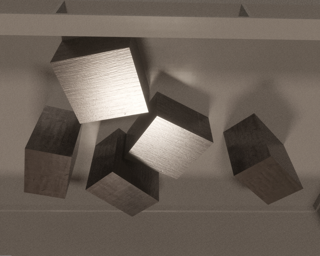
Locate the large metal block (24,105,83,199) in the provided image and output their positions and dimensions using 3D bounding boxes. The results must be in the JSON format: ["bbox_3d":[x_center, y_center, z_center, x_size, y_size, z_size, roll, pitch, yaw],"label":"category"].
[{"bbox_3d":[-0.135,0.031,0.397,0.050,0.080,0.079,12,129,-11],"label":"large metal block"}]

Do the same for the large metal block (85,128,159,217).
[{"bbox_3d":[-0.047,0.061,0.424,0.050,0.080,0.080,-35,122,26],"label":"large metal block"}]

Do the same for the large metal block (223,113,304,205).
[{"bbox_3d":[0.134,0.041,0.410,0.050,0.080,0.080,-35,122,26],"label":"large metal block"}]

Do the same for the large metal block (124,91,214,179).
[{"bbox_3d":[0.010,0.012,0.403,0.080,0.050,0.080,25,126,-20],"label":"large metal block"}]

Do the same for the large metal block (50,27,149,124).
[{"bbox_3d":[-0.061,-0.057,0.343,0.080,0.050,0.080,-9,130,7],"label":"large metal block"}]
